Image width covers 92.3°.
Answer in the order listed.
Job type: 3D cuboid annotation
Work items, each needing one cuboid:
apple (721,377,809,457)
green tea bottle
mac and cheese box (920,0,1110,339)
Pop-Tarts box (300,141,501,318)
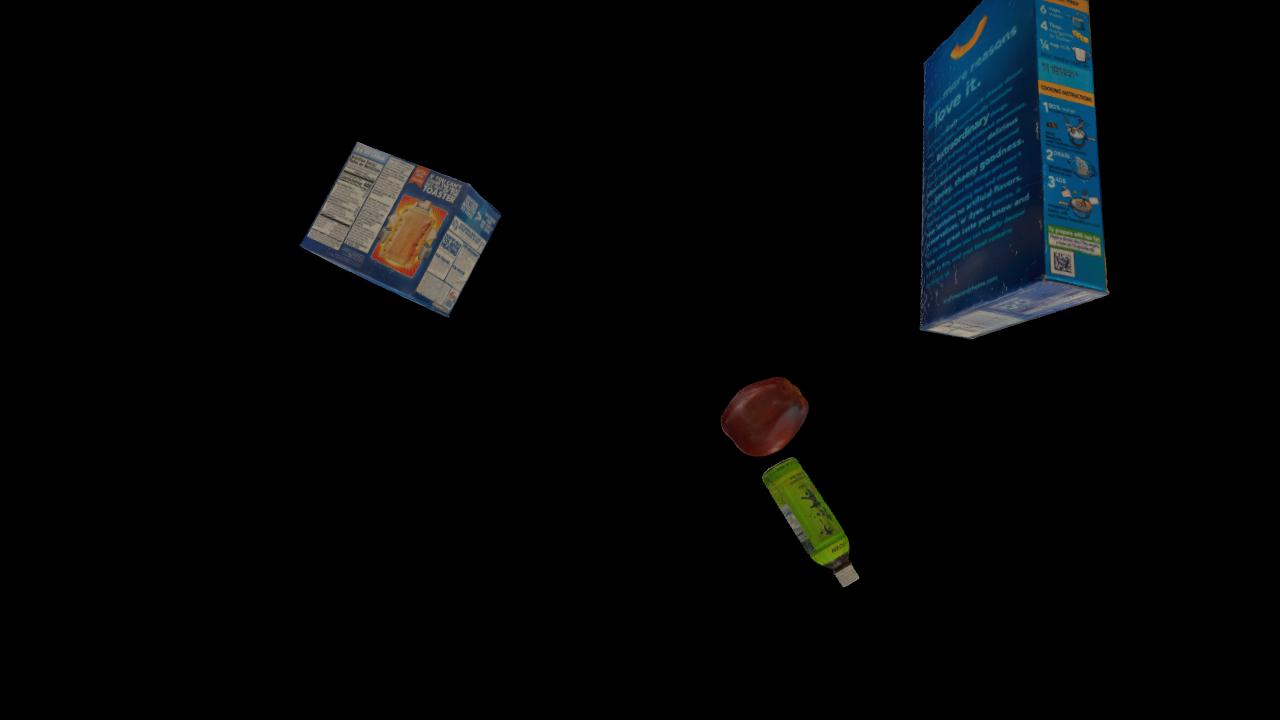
[{"bbox_3d":[0.133,0.061,0.659,0.093,0.079,0.079,-46,-22,23],"label":"apple"},{"bbox_3d":[0.281,0.264,1.001,0.073,0.212,0.073,-24,-23,-11],"label":"green tea bottle"},{"bbox_3d":[0.198,-0.111,0.338,0.041,0.184,0.093,9,-13,-8],"label":"mac and cheese box"},{"bbox_3d":[-0.276,-0.151,0.717,0.167,0.141,0.083,23,-6,16],"label":"Pop-Tarts box"}]
